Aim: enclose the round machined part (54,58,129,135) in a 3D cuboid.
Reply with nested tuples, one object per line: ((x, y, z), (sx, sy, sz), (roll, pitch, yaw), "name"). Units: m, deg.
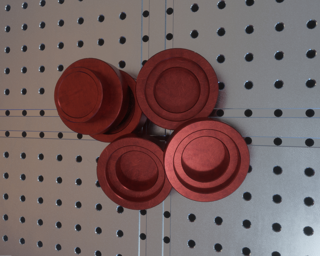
((-0.092, -0.040, 0.390), (0.098, 0.042, 0.097), (0, 90, 19), "round machined part")

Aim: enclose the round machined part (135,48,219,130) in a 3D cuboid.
((0.021, -0.046, 0.386), (0.099, 0.042, 0.097), (0, 91, 3), "round machined part")

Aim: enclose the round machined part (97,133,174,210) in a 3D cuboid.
((-0.028, 0.053, 0.403), (0.098, 0.042, 0.097), (2, 104, 9), "round machined part")

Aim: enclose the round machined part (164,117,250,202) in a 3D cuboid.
((0.053, 0.035, 0.372), (0.099, 0.042, 0.097), (0, 100, -2), "round machined part")

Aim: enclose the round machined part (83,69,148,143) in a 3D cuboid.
((-0.060, -0.030, 0.423), (0.098, 0.042, 0.097), (0, 90, 19), "round machined part")
